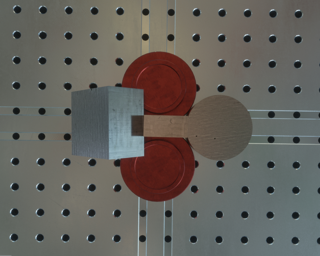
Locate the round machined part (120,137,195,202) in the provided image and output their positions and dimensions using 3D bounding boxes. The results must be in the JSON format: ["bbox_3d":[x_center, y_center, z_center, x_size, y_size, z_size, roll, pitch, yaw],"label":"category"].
[{"bbox_3d":[-0.003,0.048,0.405,0.099,0.042,0.097,0,90,0],"label":"round machined part"}]

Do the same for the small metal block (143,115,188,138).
[{"bbox_3d":[0.007,-0.002,0.379,0.050,0.050,0.025,1,90,0],"label":"small metal block"}]

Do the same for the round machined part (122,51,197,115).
[{"bbox_3d":[-0.001,-0.052,0.405,0.099,0.042,0.097,0,90,0],"label":"round machined part"}]

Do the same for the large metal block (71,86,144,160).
[{"bbox_3d":[-0.065,-0.006,0.380,0.050,0.080,0.080,-1,90,-45],"label":"large metal block"}]

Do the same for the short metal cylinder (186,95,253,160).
[{"bbox_3d":[0.072,-0.001,0.400,0.081,0.050,0.080,0,90,0],"label":"short metal cylinder"}]
